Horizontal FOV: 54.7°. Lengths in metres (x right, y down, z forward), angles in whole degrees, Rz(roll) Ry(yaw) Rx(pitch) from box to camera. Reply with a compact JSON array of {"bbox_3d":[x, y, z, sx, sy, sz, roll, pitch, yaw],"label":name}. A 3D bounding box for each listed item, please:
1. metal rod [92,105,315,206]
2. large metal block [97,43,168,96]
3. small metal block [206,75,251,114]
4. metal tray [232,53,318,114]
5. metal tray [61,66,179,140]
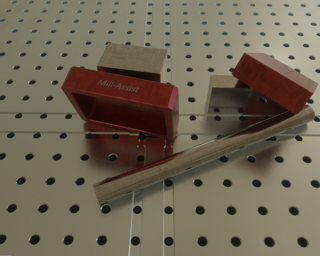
[{"bbox_3d":[0.066,0.027,0.385,0.302,0.025,0.025,-19,53,-16],"label":"metal rod"},{"bbox_3d":[-0.034,-0.065,0.426,0.080,0.080,0.050,8,51,6],"label":"large metal block"},{"bbox_3d":[0.094,-0.046,0.431,0.050,0.050,0.025,1,50,0],"label":"small metal block"},{"bbox_3d":[0.158,-0.065,0.412,0.090,0.030,0.131,37,27,17],"label":"metal tray"},{"bbox_3d":[-0.044,-0.028,0.385,0.131,0.090,0.030,12,67,9],"label":"metal tray"}]
